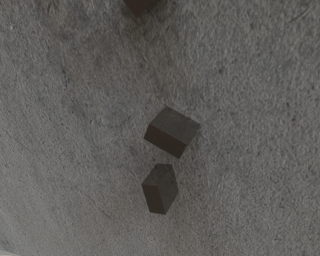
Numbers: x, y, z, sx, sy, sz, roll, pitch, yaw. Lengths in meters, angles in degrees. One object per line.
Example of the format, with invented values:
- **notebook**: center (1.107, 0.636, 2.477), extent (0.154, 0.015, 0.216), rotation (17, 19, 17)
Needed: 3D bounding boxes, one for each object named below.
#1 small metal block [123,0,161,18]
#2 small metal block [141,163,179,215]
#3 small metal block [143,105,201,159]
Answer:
- **small metal block**: center (-0.018, -0.153, 0.321), extent (0.050, 0.025, 0.050), rotation (-32, 101, 38)
- **small metal block**: center (0.002, 0.086, 0.442), extent (0.025, 0.050, 0.050), rotation (1, 119, 28)
- **small metal block**: center (0.016, 0.004, 0.384), extent (0.050, 0.050, 0.025), rotation (30, 128, 9)
